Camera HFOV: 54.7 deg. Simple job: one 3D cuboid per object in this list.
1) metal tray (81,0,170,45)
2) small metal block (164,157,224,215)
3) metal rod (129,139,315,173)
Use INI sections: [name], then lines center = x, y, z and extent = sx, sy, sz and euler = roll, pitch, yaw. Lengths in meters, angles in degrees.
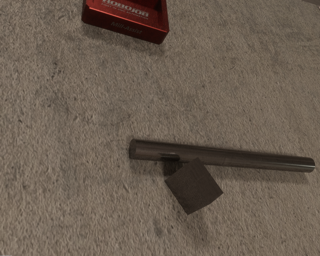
[metal tray]
center = -0.053, -0.190, 0.489
extent = 0.131, 0.030, 0.090
euler = 10, 57, -23
[small metal block]
center = 0.039, 0.070, 0.368
extent = 0.025, 0.050, 0.050
euler = -27, 77, -37
[metal rod]
center = 0.103, 0.042, 0.435
extent = 0.302, 0.025, 0.025
euler = 7, 59, -25
